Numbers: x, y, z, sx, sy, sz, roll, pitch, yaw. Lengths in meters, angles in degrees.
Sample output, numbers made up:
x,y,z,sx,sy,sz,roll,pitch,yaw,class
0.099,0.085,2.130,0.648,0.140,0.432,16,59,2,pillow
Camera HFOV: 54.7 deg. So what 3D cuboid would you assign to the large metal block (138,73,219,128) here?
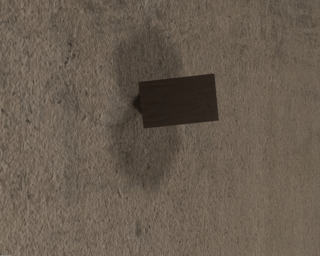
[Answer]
x,y,z,sx,sy,sz,roll,pitch,yaw,class
0.022,-0.033,0.368,0.080,0.080,0.050,-6,96,4,large metal block
